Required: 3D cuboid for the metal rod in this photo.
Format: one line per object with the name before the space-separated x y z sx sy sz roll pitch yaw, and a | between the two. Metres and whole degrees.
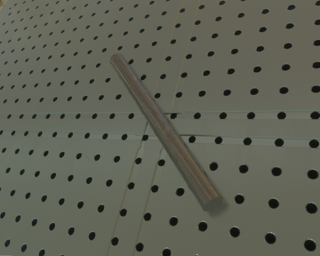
metal rod | -0.008 -0.016 0.424 0.025 0.025 0.300 -37 51 4
